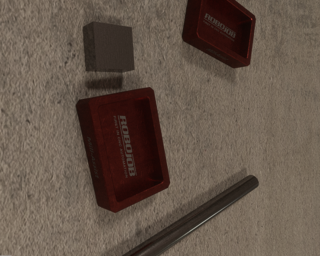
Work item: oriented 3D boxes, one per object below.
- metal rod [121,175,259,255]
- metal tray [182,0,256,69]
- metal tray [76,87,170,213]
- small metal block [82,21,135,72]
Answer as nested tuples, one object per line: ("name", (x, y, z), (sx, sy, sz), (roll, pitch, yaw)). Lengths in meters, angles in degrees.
("metal rod", (0.051, 0.133, 0.450), (0.302, 0.025, 0.025), (-19, 103, -39))
("metal tray", (0.097, -0.157, 0.484), (0.131, 0.030, 0.090), (15, 80, -39))
("metal tray", (-0.040, 0.022, 0.369), (0.091, 0.030, 0.129), (-17, 101, -39))
("small metal block", (-0.059, -0.091, 0.357), (0.050, 0.025, 0.050), (-6, 94, -40))
